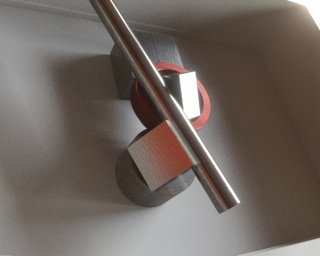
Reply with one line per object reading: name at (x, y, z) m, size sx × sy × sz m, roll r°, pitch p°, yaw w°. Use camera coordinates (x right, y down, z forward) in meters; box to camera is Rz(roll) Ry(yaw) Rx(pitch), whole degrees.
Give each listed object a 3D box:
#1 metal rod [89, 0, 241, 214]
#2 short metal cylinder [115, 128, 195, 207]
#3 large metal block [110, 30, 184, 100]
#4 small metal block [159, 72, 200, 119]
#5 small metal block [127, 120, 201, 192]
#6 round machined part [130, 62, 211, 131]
metal rod at (-0.006, -0.046, 0.340) m, size 0.025 × 0.025 × 0.299 m, roll -21°, pitch 73°, yaw -36°
short metal cylinder at (-0.005, 0.046, 0.359) m, size 0.081 × 0.050 × 0.080 m, roll 14°, pitch 56°, yaw -21°
large metal block at (-0.017, -0.085, 0.430) m, size 0.081 × 0.050 × 0.080 m, roll 0°, pitch 62°, yaw -29°
small metal block at (0.017, -0.037, 0.359) m, size 0.025 × 0.050 × 0.050 m, roll -19°, pitch 107°, yaw -39°
small metal block at (0.004, 0.027, 0.308) m, size 0.050 × 0.050 × 0.025 m, roll 59°, pitch 19°, yaw 14°
round machined part at (0.009, -0.029, 0.380) m, size 0.099 × 0.042 × 0.098 m, roll 14°, pitch 56°, yaw -21°
